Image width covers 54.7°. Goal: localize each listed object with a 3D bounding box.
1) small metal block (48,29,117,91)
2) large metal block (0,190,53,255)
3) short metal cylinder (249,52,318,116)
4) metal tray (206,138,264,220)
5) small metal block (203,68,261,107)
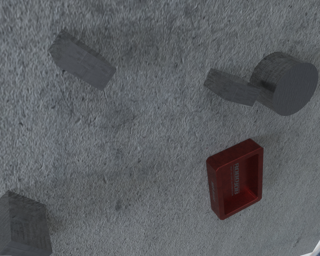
[{"bbox_3d":[-0.077,-0.067,0.307,0.050,0.050,0.025,29,102,-38],"label":"small metal block"},{"bbox_3d":[-0.177,0.134,0.358,0.080,0.080,0.050,-47,129,5],"label":"large metal block"},{"bbox_3d":[0.178,-0.064,0.448,0.081,0.050,0.079,-14,124,-21],"label":"short metal cylinder"},{"bbox_3d":[0.130,0.090,0.529,0.091,0.030,0.129,-23,127,-15],"label":"metal tray"},{"bbox_3d":[0.095,-0.054,0.409,0.050,0.050,0.025,9,114,-32],"label":"small metal block"}]
